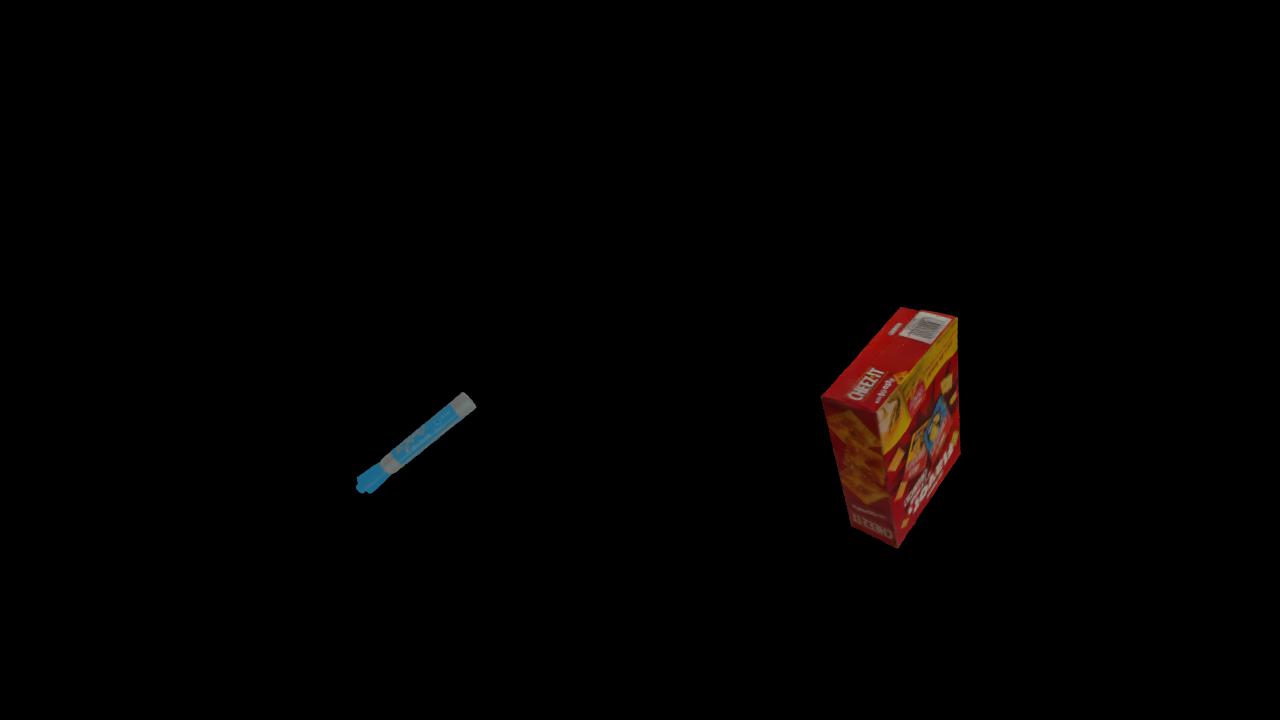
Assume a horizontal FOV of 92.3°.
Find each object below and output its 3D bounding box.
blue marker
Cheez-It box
[{"bbox_3d":[-0.197,0.074,0.538,0.121,0.020,0.020,-40,6,-7],"label":"blue marker"},{"bbox_3d":[0.293,0.077,0.694,0.166,0.223,0.071,-42,38,-24],"label":"Cheez-It box"}]
